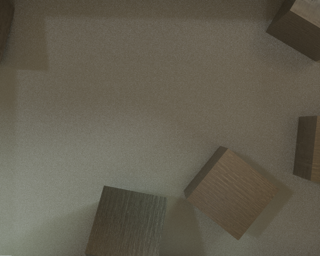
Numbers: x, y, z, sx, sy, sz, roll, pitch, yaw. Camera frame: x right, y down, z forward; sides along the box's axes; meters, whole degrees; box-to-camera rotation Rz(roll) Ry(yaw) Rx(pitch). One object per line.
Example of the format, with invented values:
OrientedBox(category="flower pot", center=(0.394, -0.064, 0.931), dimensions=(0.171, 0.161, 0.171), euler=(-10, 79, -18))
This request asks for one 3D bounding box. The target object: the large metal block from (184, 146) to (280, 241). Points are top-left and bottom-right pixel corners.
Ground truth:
OrientedBox(category="large metal block", center=(0.089, 0.080, 0.399), dimensions=(0.080, 0.050, 0.080), euler=(39, 90, 0))

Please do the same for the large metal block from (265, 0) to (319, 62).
OrientedBox(category="large metal block", center=(0.192, -0.133, 0.385), dimensions=(0.080, 0.080, 0.050), euler=(31, 90, 0))

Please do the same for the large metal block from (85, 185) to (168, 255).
OrientedBox(category="large metal block", center=(-0.039, 0.124, 0.381), dimensions=(0.080, 0.050, 0.080), euler=(11, 58, 0))

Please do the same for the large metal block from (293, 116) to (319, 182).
OrientedBox(category="large metal block", center=(0.227, 0.028, 0.400), dimensions=(0.080, 0.050, 0.080), euler=(6, 90, 0))

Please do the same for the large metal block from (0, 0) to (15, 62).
OrientedBox(category="large metal block", center=(-0.242, -0.134, 0.388), dimensions=(0.080, 0.050, 0.080), euler=(7, 76, 0))
